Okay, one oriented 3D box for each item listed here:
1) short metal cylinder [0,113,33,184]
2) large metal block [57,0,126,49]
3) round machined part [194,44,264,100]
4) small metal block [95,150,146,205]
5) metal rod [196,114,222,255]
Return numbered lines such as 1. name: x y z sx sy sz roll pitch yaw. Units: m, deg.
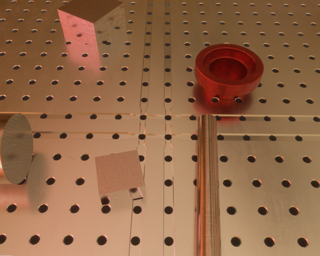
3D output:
1. short metal cylinder: -0.185 0.023 0.350 0.050 0.080 0.080 0 50 0
2. large metal block: -0.119 -0.195 0.554 0.080 0.050 0.080 27 55 20
3. round machined part: 0.101 -0.081 0.466 0.099 0.042 0.098 0 50 0
4. small metal block: -0.046 0.057 0.359 0.050 0.025 0.050 -10 51 -9
5. metal rod: 0.050 0.104 0.320 0.025 0.025 0.300 4 50 3
